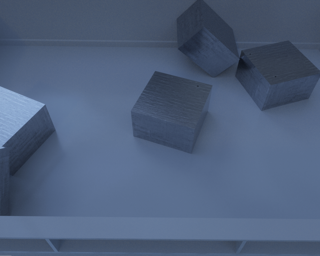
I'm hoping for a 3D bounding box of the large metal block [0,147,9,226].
[{"bbox_3d":[-0.203,0.060,0.309,0.081,0.050,0.079,1,93,0],"label":"large metal block"}]

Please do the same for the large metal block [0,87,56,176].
[{"bbox_3d":[-0.194,0.001,0.386,0.080,0.050,0.080,21,53,16],"label":"large metal block"}]

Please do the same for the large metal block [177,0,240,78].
[{"bbox_3d":[0.073,-0.139,0.480,0.080,0.050,0.080,31,42,-31],"label":"large metal block"}]

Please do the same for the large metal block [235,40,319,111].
[{"bbox_3d":[0.171,-0.079,0.457,0.081,0.050,0.080,-14,52,-12],"label":"large metal block"}]

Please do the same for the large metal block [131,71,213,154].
[{"bbox_3d":[0.017,-0.022,0.408,0.080,0.050,0.080,16,52,13],"label":"large metal block"}]
